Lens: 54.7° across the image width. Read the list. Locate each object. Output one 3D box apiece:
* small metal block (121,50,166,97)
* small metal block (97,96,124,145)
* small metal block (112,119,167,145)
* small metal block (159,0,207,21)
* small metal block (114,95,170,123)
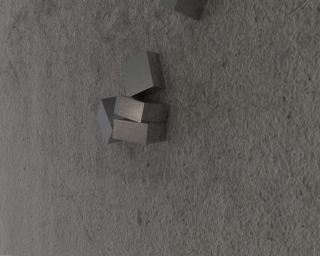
[{"bbox_3d":[-0.024,-0.071,0.425,0.050,0.025,0.050,-19,78,38],"label":"small metal block"},{"bbox_3d":[-0.069,-0.010,0.450,0.050,0.025,0.050,67,153,18],"label":"small metal block"},{"bbox_3d":[-0.026,0.003,0.404,0.050,0.050,0.025,9,96,28],"label":"small metal block"},{"bbox_3d":[0.032,-0.159,0.362,0.025,0.050,0.050,34,111,35],"label":"small metal block"},{"bbox_3d":[-0.024,-0.025,0.408,0.050,0.050,0.025,19,103,38],"label":"small metal block"}]
